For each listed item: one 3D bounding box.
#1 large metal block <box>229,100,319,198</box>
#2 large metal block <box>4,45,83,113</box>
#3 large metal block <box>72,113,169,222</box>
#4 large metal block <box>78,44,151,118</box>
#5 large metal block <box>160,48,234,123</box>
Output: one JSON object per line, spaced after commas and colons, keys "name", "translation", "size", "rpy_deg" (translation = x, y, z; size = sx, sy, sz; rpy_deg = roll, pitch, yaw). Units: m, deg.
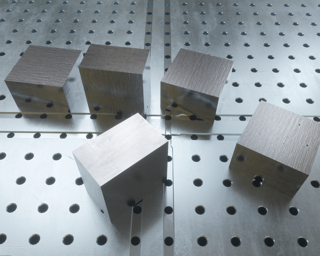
{"name": "large metal block", "translation": [0.141, 0.023, 0.374], "size": [0.080, 0.050, 0.080], "rpy_deg": [25, 54, 19]}
{"name": "large metal block", "translation": [-0.160, -0.073, 0.450], "size": [0.080, 0.050, 0.080], "rpy_deg": [7, 50, 5]}
{"name": "large metal block", "translation": [-0.039, 0.043, 0.335], "size": [0.080, 0.080, 0.050], "rpy_deg": [-33, 58, -25]}
{"name": "large metal block", "translation": [-0.057, -0.063, 0.425], "size": [0.080, 0.080, 0.050], "rpy_deg": [7, 51, 5]}
{"name": "large metal block", "translation": [0.053, -0.063, 0.445], "size": [0.080, 0.050, 0.080], "rpy_deg": [18, 52, 14]}
